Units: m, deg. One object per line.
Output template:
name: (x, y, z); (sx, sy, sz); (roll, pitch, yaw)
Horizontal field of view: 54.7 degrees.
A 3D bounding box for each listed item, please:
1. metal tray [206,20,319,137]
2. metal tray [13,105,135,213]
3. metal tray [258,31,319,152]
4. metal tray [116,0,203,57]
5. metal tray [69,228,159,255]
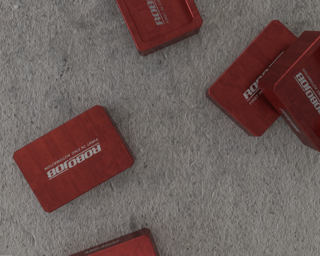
metal tray: (0.136, -0.064, 0.408); (0.090, 0.030, 0.130); (43, 90, 0)
metal tray: (-0.110, 0.039, 0.406); (0.130, 0.030, 0.090); (-30, 90, 0)
metal tray: (0.190, -0.042, 0.381); (0.090, 0.030, 0.130); (-48, 117, 0)
metal tray: (-0.011, -0.172, 0.407); (0.090, 0.030, 0.129); (-24, 90, 0)
metal tray: (-0.061, 0.198, 0.407); (0.131, 0.030, 0.090); (-20, 90, 0)
